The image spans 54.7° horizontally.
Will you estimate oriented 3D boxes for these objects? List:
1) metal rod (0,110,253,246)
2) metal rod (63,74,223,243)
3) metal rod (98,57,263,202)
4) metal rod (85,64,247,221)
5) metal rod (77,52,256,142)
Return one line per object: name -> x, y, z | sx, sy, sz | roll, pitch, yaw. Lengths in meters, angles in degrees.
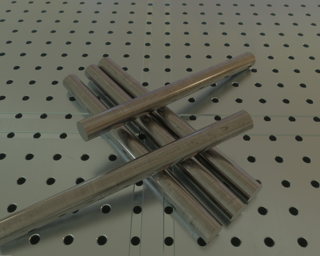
metal rod -> -0.034, 0.050, 0.338 | 0.302, 0.025, 0.025 | -24, 54, -9
metal rod -> -0.039, 0.019, 0.390 | 0.025, 0.025, 0.300 | -32, 57, -24
metal rod -> 0.009, -0.014, 0.419 | 0.025, 0.025, 0.300 | -33, 58, -25
metal rod -> -0.011, 0.002, 0.406 | 0.025, 0.025, 0.300 | -32, 57, -24
metal rod -> 0.029, -0.054, 0.427 | 0.302, 0.025, 0.025 | -26, 55, -31
